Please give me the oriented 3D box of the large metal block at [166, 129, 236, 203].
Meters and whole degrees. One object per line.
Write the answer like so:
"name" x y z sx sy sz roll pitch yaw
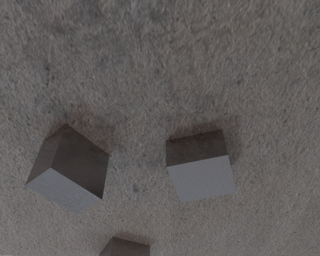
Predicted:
"large metal block" 0.058 0.055 0.439 0.080 0.050 0.080 -13 129 10

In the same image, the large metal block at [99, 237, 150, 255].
"large metal block" -0.074 0.268 0.619 0.080 0.050 0.079 20 127 -17

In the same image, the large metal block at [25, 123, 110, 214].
"large metal block" -0.119 0.055 0.416 0.050 0.080 0.080 -33 123 24
